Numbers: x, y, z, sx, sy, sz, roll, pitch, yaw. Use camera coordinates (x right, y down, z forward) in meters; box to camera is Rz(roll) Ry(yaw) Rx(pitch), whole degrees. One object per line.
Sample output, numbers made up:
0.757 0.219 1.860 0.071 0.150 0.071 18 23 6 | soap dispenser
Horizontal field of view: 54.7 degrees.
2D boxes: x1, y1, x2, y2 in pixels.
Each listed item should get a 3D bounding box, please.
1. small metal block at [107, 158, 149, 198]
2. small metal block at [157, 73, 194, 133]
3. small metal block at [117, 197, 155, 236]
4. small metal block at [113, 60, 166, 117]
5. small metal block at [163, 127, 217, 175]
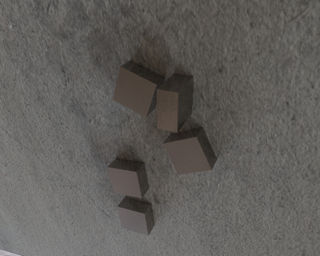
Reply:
-0.048 0.077 0.478 0.050 0.025 0.050 6 121 25 | small metal block
0.018 -0.030 0.361 0.025 0.050 0.050 13 124 21 | small metal block
-0.039 0.147 0.517 0.050 0.025 0.050 8 122 24 | small metal block
-0.027 -0.049 0.389 0.050 0.025 0.050 28 128 10 | small metal block
0.039 0.031 0.404 0.050 0.025 0.050 -14 112 33 | small metal block
